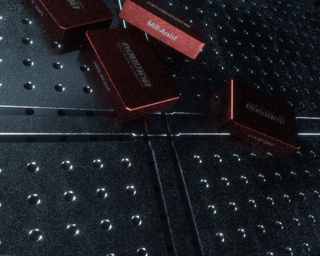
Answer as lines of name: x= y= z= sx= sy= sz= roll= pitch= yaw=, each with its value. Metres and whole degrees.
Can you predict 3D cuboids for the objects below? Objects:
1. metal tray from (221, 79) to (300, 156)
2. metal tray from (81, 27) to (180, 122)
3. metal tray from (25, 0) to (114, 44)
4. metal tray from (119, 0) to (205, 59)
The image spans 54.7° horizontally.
metal tray: x=0.163 y=-0.017 z=0.506 sx=0.131 sy=0.030 sz=0.090 roll=21 pitch=54 yaw=-16
metal tray: x=-0.041 y=-0.080 z=0.433 sx=0.091 sy=0.030 sz=0.130 roll=-18 pitch=71 yaw=-35
metal tray: x=-0.140 y=-0.188 z=0.445 sx=0.091 sy=0.030 sz=0.130 roll=-31 pitch=79 yaw=-38
metal tray: x=0.006 y=-0.166 z=0.491 sx=0.131 sy=0.030 sz=0.090 roll=27 pitch=30 yaw=-12
